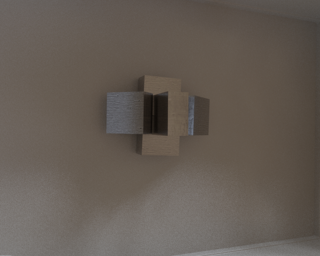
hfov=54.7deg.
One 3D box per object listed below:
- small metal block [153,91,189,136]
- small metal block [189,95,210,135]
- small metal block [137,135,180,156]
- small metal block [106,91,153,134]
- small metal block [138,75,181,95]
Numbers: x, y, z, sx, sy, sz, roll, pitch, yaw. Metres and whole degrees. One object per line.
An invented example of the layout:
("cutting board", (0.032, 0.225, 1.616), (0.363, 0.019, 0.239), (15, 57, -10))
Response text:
("small metal block", (0.012, -0.016, 0.372), (0.025, 0.050, 0.050), (1, 90, -21))
("small metal block", (0.044, -0.016, 0.412), (0.050, 0.025, 0.050), (2, 90, -59))
("small metal block", (-0.002, 0.010, 0.407), (0.050, 0.025, 0.050), (3, 89, -20))
("small metal block", (-0.037, -0.018, 0.380), (0.050, 0.025, 0.050), (1, 90, 23))
("small metal block", (-0.001, -0.040, 0.407), (0.050, 0.025, 0.050), (3, 89, -21))
